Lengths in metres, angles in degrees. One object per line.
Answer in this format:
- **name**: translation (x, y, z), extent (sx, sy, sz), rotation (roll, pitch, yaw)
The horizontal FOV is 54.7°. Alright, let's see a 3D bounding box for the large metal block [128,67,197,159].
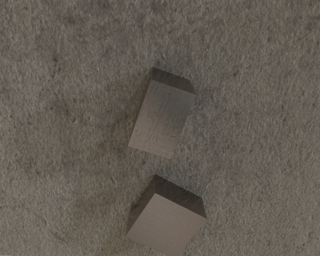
- **large metal block**: translation (0.001, -0.021, 0.373), extent (0.050, 0.080, 0.079), rotation (19, 109, -7)

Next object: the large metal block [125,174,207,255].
- **large metal block**: translation (0.008, 0.126, 0.443), extent (0.080, 0.050, 0.080), rotation (29, 107, -11)
